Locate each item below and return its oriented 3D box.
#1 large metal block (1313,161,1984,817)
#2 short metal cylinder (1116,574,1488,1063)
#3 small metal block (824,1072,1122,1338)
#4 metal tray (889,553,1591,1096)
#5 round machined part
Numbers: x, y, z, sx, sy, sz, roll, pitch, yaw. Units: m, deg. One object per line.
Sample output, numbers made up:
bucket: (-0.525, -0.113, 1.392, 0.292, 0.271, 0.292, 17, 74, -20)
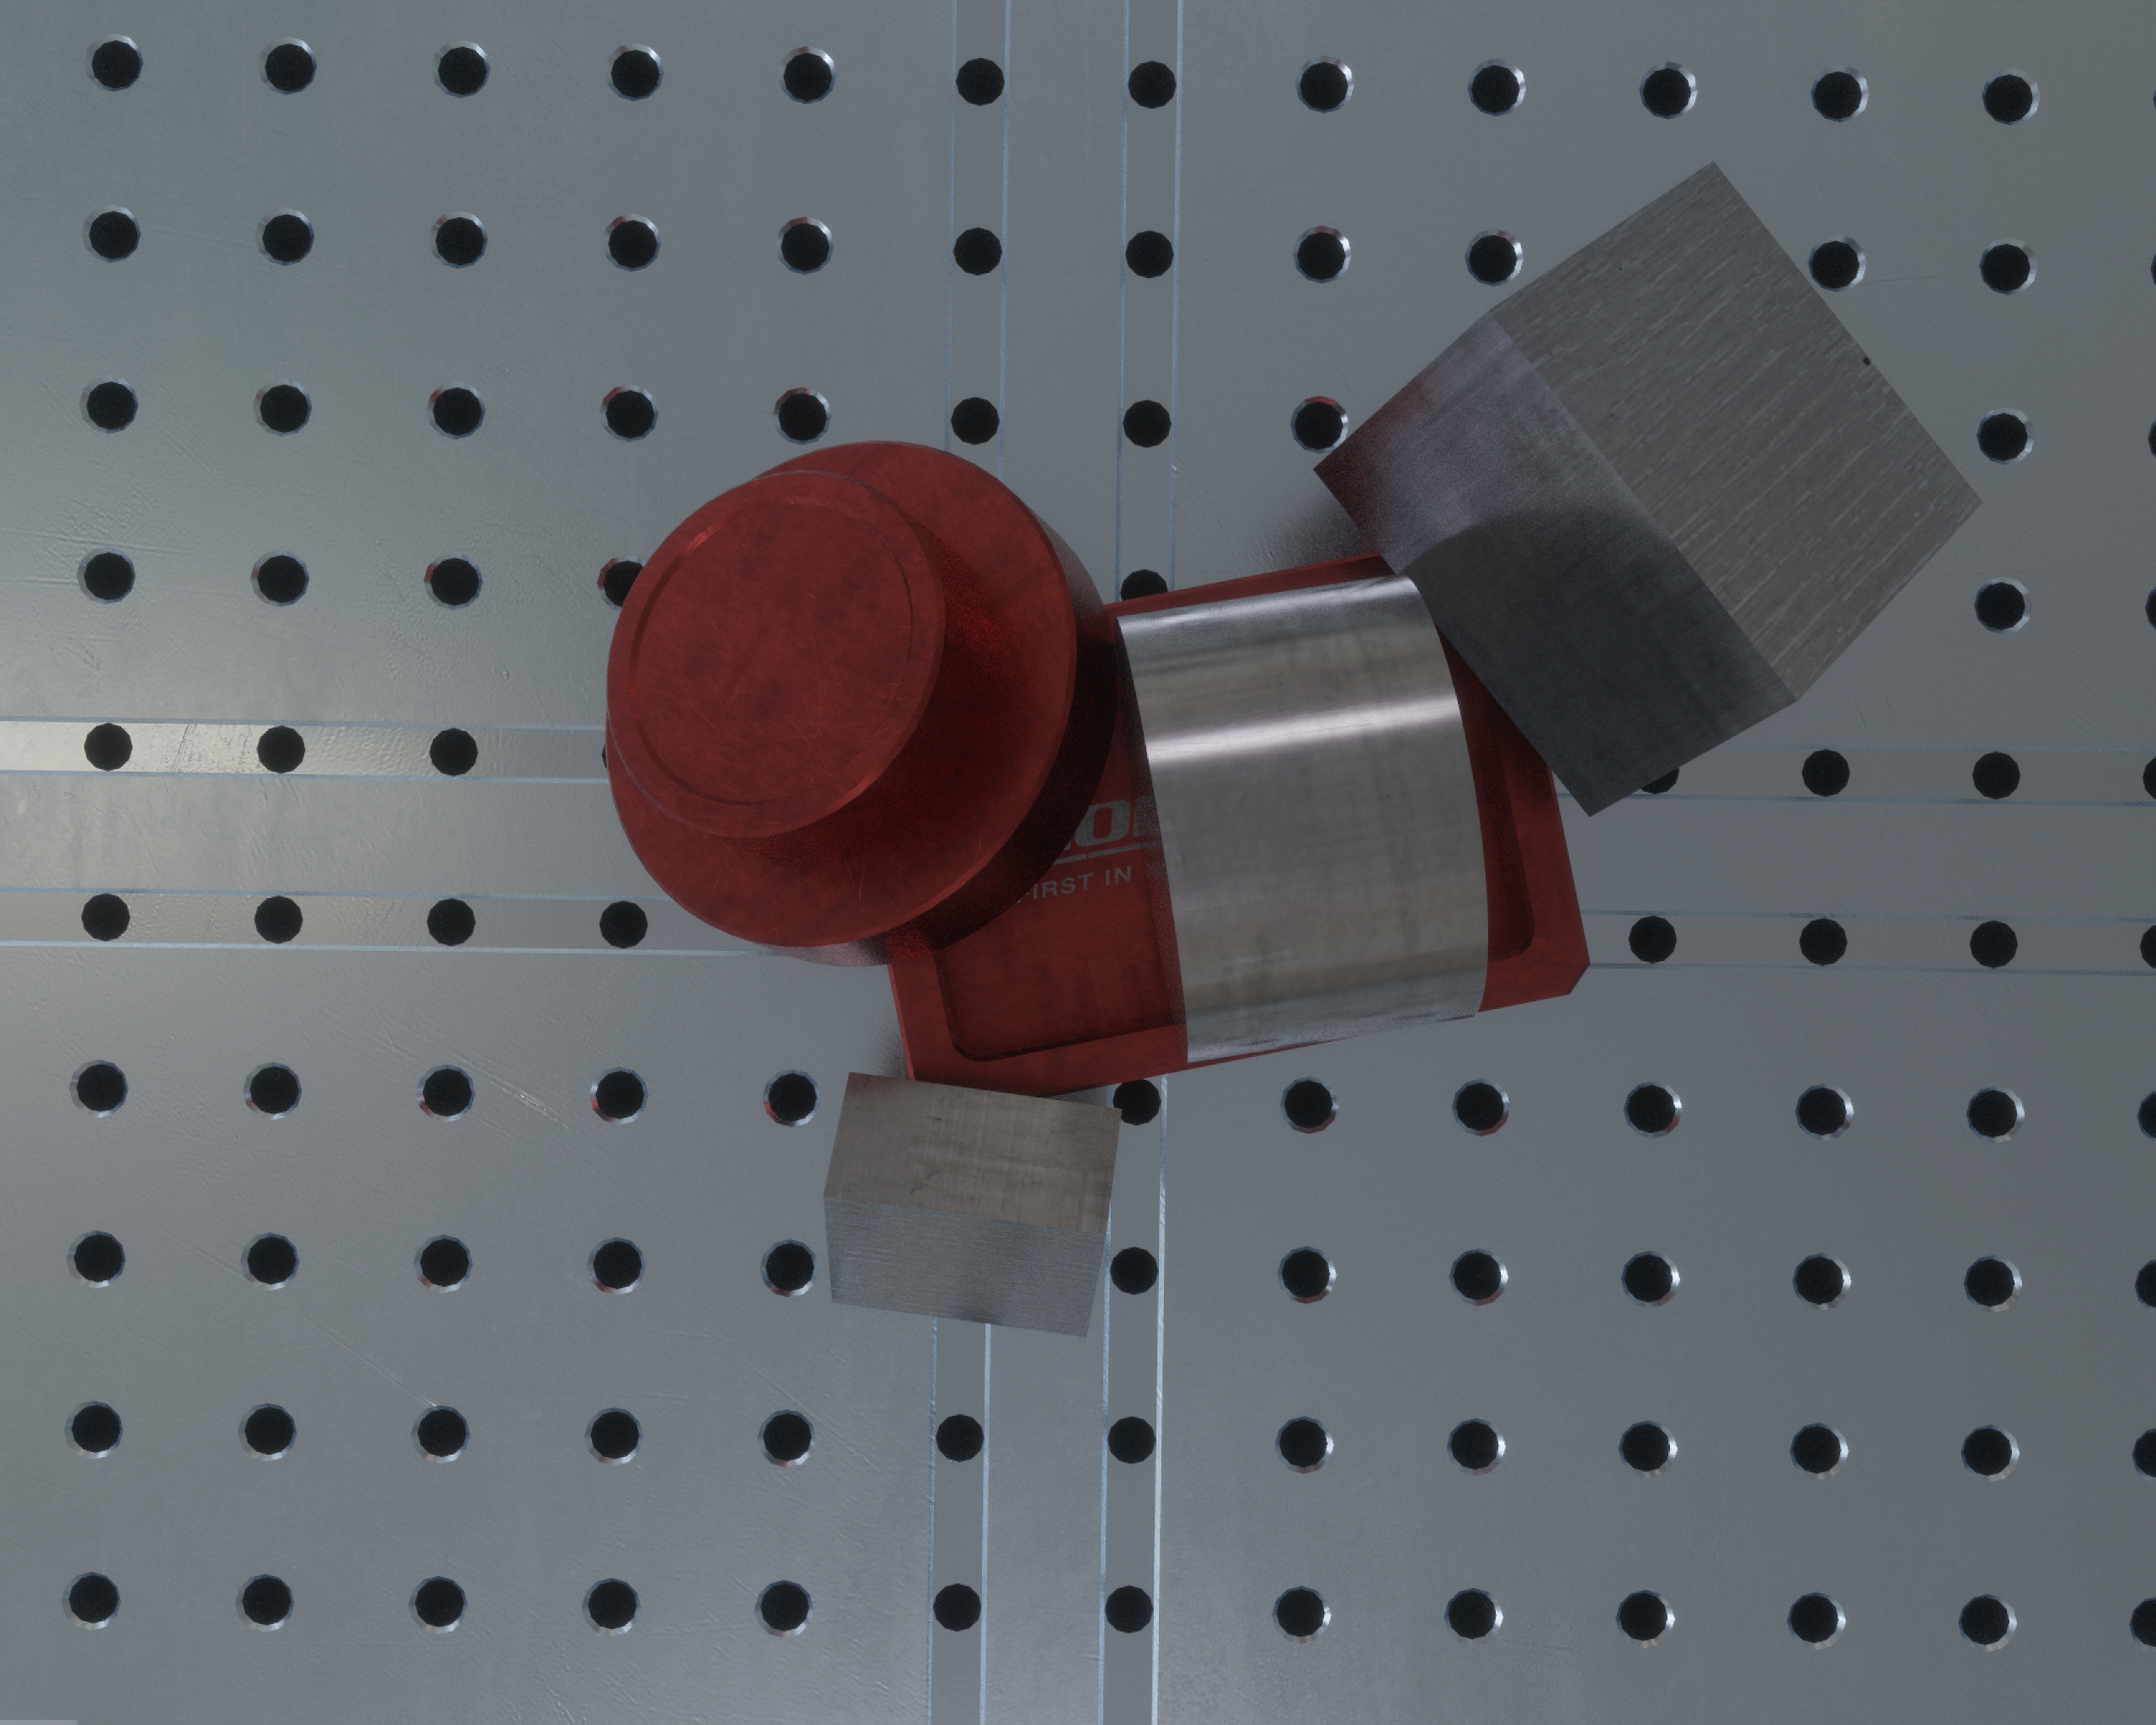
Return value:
large metal block: (0.104, -0.068, 0.378, 0.080, 0.050, 0.080, -39, 91, -37)
short metal cylinder: (0.038, -0.008, 0.370, 0.050, 0.080, 0.080, -9, 90, -1)
small metal block: (-0.020, 0.066, 0.395, 0.050, 0.050, 0.025, 8, 56, 0)
metal tray: (0.025, -0.007, 0.409, 0.131, 0.030, 0.089, -11, 90, 0)
round machined part: (-0.046, -0.033, 0.382, 0.098, 0.042, 0.098, -6, 74, 22)
